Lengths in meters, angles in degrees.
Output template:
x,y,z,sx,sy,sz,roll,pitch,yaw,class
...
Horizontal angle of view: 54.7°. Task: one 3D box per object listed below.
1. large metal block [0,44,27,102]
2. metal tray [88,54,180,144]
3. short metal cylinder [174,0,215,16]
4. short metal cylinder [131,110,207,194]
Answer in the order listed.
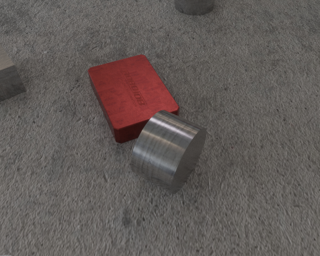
x,y,z,sx,sy,sz,roll,pitch,yaw,class
-0.256,-0.078,0.450,0.081,0.050,0.080,-30,56,-23,large metal block
-0.040,-0.047,0.439,0.091,0.030,0.130,-18,53,-15,metal tray
0.069,-0.266,0.611,0.081,0.050,0.080,0,50,0,short metal cylinder
0.011,0.026,0.346,0.050,0.080,0.080,25,55,20,short metal cylinder
